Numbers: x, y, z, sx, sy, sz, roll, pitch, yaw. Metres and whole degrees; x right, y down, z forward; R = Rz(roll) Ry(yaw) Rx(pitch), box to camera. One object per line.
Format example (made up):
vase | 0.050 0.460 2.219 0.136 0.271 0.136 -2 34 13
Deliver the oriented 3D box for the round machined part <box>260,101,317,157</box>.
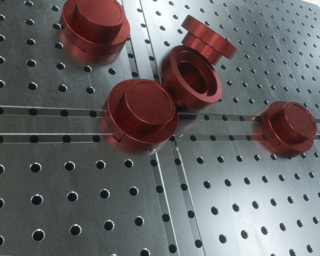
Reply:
round machined part | 0.220 -0.005 0.518 0.099 0.042 0.098 13 56 -21

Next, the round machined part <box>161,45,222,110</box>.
round machined part | 0.040 -0.068 0.451 0.099 0.042 0.098 23 49 -29

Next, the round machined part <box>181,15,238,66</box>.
round machined part | 0.074 -0.137 0.501 0.098 0.042 0.098 31 18 -11

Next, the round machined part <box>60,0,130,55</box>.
round machined part | -0.089 -0.156 0.444 0.099 0.042 0.098 13 56 -21

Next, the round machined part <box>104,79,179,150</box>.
round machined part | -0.019 -0.024 0.401 0.099 0.042 0.098 13 56 -21
